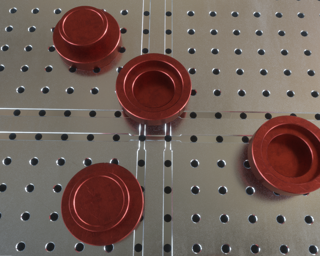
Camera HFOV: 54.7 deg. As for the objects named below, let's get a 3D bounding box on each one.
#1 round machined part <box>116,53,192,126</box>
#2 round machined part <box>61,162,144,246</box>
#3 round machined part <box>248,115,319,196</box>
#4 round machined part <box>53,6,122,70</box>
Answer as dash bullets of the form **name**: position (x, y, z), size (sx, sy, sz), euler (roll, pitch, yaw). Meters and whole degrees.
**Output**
- **round machined part**: position (-0.008, -0.049, 0.420), size (0.099, 0.042, 0.098), euler (0, 70, -1)
- **round machined part**: position (-0.069, 0.089, 0.369), size (0.099, 0.042, 0.098), euler (0, 70, -1)
- **round machined part**: position (0.160, 0.037, 0.391), size (0.099, 0.042, 0.098), euler (0, 70, -1)
- **round machined part**: position (-0.107, -0.137, 0.452), size (0.099, 0.042, 0.098), euler (0, 70, -1)
